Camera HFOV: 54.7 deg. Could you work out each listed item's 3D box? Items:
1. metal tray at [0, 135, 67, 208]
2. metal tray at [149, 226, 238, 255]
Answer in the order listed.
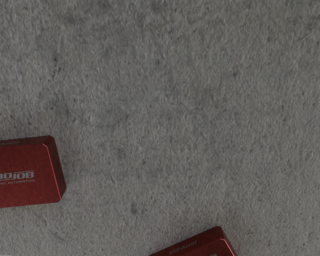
[{"bbox_3d":[-0.206,0.063,0.427,0.131,0.030,0.089,-6,110,1],"label":"metal tray"},{"bbox_3d":[0.057,0.220,0.489,0.130,0.030,0.090,-27,108,9],"label":"metal tray"}]
